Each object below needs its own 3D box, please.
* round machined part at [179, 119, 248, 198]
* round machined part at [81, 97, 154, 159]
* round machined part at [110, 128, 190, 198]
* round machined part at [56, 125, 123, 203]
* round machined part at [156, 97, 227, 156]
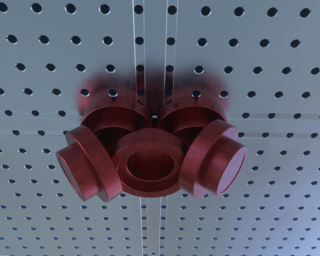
[{"bbox_3d":[0.069,0.042,0.370,0.042,0.099,0.097,29,138,29],"label":"round machined part"},{"bbox_3d":[-0.056,0.010,0.408,0.099,0.042,0.097,-1,130,0],"label":"round machined part"},{"bbox_3d":[-0.012,0.038,0.376,0.099,0.042,0.097,-1,130,0],"label":"round machined part"},{"bbox_3d":[-0.090,0.049,0.374,0.042,0.098,0.097,-30,135,-25],"label":"round machined part"},{"bbox_3d":[0.042,0.010,0.409,0.099,0.042,0.097,-1,130,0],"label":"round machined part"}]
